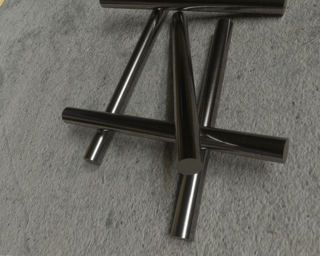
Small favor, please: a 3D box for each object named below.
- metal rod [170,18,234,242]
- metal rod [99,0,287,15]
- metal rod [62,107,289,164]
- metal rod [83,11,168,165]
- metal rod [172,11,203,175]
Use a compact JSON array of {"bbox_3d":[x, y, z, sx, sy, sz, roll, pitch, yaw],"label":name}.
[{"bbox_3d":[0.058,-0.017,0.383,0.025,0.025,0.300,1,62,28],"label":"metal rod"},{"bbox_3d":[0.035,-0.195,0.480,0.301,0.025,0.025,12,68,25],"label":"metal rod"},{"bbox_3d":[-0.007,0.002,0.372,0.300,0.025,0.025,9,66,32],"label":"metal rod"},{"bbox_3d":[-0.043,-0.084,0.478,0.025,0.025,0.300,8,65,31],"label":"metal rod"},{"bbox_3d":[0.029,-0.070,0.390,0.025,0.025,0.300,-18,42,18],"label":"metal rod"}]
